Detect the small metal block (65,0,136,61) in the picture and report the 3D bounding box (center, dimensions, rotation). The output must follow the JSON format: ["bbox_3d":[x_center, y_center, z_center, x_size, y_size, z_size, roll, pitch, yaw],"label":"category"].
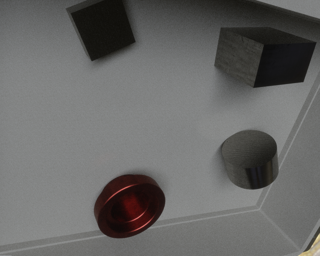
[{"bbox_3d":[-0.059,-0.103,0.313,0.050,0.025,0.050,-27,128,-12],"label":"small metal block"}]

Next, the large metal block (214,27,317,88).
[{"bbox_3d":[0.128,-0.092,0.388,0.081,0.080,0.050,-9,123,-24],"label":"large metal block"}]

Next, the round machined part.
[{"bbox_3d":[-0.045,0.105,0.439,0.099,0.042,0.097,-14,125,-21],"label":"round machined part"}]

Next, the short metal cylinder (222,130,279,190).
[{"bbox_3d":[0.141,0.048,0.483,0.080,0.080,0.050,-29,129,-10],"label":"short metal cylinder"}]
